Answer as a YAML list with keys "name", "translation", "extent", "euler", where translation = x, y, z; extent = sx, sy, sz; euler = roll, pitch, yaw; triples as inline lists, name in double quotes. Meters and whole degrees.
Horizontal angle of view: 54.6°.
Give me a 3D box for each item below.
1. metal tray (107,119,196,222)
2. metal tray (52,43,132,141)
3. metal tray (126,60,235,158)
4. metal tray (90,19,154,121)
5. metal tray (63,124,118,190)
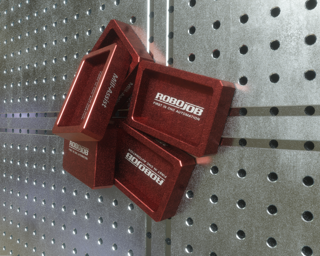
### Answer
- name: "metal tray"
  translation: [-0.023, 0.053, 0.425]
  extent: [0.130, 0.030, 0.089]
  euler: [32, 110, 35]
- name: "metal tray"
  translation: [-0.094, -0.047, 0.429]
  extent: [0.090, 0.030, 0.130]
  euler: [-2, 64, 47]
- name: "metal tray"
  translation: [0.020, -0.028, 0.389]
  extent: [0.130, 0.030, 0.089]
  euler: [23, 105, 37]
- name: "metal tray"
  translation: [-0.075, -0.084, 0.469]
  extent: [0.129, 0.030, 0.090]
  euler: [-47, 61, 30]
- name: "metal tray"
  translation: [-0.112, 0.033, 0.478]
  extent: [0.130, 0.030, 0.089]
  euler: [12, 99, 54]
